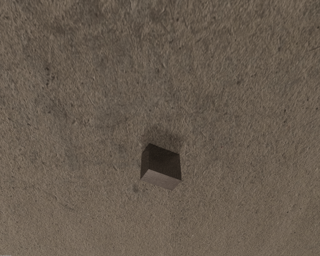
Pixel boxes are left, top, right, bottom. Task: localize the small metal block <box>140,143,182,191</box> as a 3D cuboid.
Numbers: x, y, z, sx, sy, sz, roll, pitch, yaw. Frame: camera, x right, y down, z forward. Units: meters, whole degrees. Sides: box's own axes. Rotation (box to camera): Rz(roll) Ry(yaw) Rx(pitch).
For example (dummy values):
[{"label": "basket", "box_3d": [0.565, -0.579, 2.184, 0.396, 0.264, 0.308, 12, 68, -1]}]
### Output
[{"label": "small metal block", "box_3d": [0.001, 0.055, 0.438, 0.050, 0.050, 0.025, 22, 127, -18]}]
